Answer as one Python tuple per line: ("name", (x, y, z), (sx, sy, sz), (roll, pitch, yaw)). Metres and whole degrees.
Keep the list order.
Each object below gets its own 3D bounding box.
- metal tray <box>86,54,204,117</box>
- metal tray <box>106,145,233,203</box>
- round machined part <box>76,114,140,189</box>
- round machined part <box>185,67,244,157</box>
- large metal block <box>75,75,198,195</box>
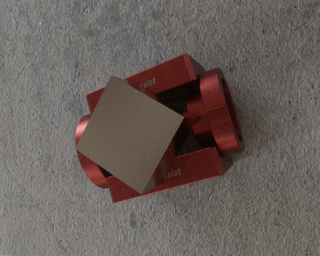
("metal tray", (-0.011, -0.044, 0.380), (0.130, 0.090, 0.030), (-19, 84, 18))
("metal tray", (0.015, 0.051, 0.368), (0.130, 0.090, 0.030), (-18, 84, 18))
("round machined part", (-0.059, 0.024, 0.391), (0.042, 0.098, 0.097), (-16, 85, 19))
("round machined part", (0.060, -0.015, 0.349), (0.042, 0.098, 0.097), (-16, 85, 19))
("large metal block", (-0.022, 0.005, 0.306), (0.080, 0.050, 0.080), (31, 100, 17))
